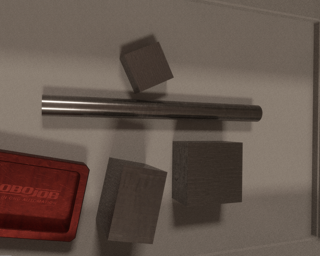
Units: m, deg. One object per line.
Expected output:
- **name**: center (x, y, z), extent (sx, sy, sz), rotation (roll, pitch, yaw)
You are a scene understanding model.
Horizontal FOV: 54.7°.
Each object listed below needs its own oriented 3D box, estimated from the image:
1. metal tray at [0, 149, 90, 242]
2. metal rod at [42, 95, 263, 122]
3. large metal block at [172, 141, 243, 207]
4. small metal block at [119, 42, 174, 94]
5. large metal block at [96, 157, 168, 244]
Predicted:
- **metal tray**: center (-0.155, 0.075, 0.350), extent (0.131, 0.030, 0.090), rotation (12, 86, -20)
- **metal rod**: center (0.004, -0.024, 0.413), extent (0.303, 0.025, 0.025), rotation (1, 90, -21)
- **large metal block**: center (0.063, 0.059, 0.422), extent (0.081, 0.050, 0.079), rotation (1, 90, -21)
- **small metal block**: center (-0.017, -0.078, 0.405), extent (0.050, 0.025, 0.050), rotation (-26, 99, -18)
- **large metal block**: center (-0.037, 0.082, 0.369), extent (0.050, 0.080, 0.080), rotation (13, 86, -20)
